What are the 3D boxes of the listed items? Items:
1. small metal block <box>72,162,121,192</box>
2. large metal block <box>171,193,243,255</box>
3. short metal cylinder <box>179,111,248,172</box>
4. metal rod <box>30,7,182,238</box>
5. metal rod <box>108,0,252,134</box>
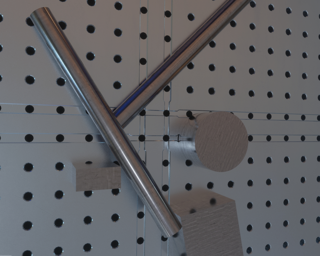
[{"bbox_3d":[-0.077,0.057,0.372,0.050,0.050,0.025,0,90,-20],"label":"small metal block"},{"bbox_3d":[0.060,0.142,0.423,0.081,0.050,0.079,-11,94,-20],"label":"large metal block"},{"bbox_3d":[0.073,0.018,0.428,0.081,0.050,0.079,0,90,-21],"label":"short metal cylinder"},{"bbox_3d":[-0.062,-0.006,0.364,0.025,0.025,0.299,-32,91,-18],"label":"metal rod"},{"bbox_3d":[0.033,-0.099,0.425,0.301,0.025,0.025,-46,105,-14],"label":"metal rod"}]
